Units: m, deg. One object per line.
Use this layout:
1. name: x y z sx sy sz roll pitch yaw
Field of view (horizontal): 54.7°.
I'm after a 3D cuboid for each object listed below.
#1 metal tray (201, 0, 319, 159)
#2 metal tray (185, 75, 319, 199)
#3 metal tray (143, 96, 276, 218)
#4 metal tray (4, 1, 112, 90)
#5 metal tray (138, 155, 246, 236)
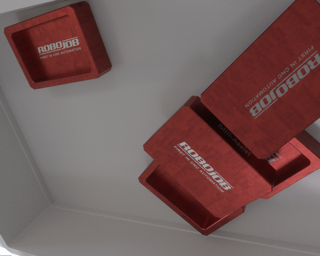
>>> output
1. metal tray: 0.115 -0.043 0.293 0.090 0.030 0.129 46 115 3
2. metal tray: 0.106 0.014 0.357 0.130 0.030 0.090 41 129 0
3. metal tray: 0.055 0.037 0.360 0.130 0.030 0.090 43 129 -2
4. metal tray: -0.137 -0.105 0.412 0.130 0.030 0.090 -4 117 30
5. metal tray: 0.044 0.084 0.433 0.130 0.030 0.089 40 129 1
